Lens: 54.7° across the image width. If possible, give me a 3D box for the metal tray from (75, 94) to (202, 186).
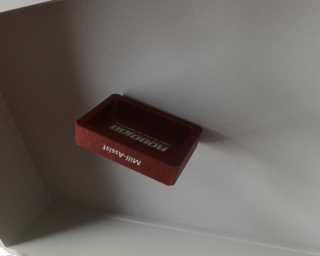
[{"bbox_3d":[-0.024,0.009,0.379,0.130,0.090,0.030,22,127,13],"label":"metal tray"}]
